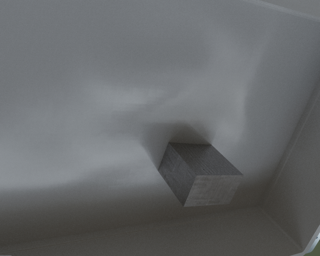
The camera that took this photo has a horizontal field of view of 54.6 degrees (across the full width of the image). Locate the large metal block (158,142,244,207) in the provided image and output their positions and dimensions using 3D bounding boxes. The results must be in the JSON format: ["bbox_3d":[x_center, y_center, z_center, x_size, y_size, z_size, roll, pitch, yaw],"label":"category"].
[{"bbox_3d":[0.056,0.064,0.442,0.081,0.080,0.050,5,116,-31],"label":"large metal block"}]
